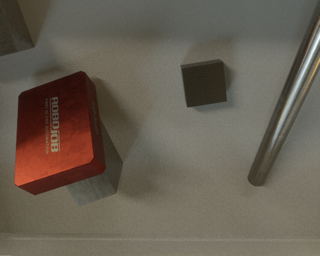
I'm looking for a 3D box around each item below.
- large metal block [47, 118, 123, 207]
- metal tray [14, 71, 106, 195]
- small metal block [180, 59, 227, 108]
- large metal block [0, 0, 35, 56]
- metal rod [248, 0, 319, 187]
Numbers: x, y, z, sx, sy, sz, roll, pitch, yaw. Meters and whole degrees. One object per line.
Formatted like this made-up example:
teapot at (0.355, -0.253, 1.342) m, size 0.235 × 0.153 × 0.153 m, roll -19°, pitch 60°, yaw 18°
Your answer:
large metal block at (-0.091, 0.038, 0.395) m, size 0.050 × 0.080 × 0.080 m, roll -21°, pitch 109°, yaw 7°
metal tray at (-0.117, 0.002, 0.359) m, size 0.090 × 0.130 × 0.030 m, roll -18°, pitch 147°, yaw 6°
small metal block at (0.055, -0.057, 0.391) m, size 0.050 × 0.025 × 0.050 m, roll -9°, pitch 110°, yaw 3°
large metal block at (-0.204, -0.119, 0.351) m, size 0.080 × 0.050 × 0.079 m, roll -12°, pitch 110°, yaw 4°
metal rod at (0.142, -0.031, 0.336) m, size 0.025 × 0.025 × 0.298 m, roll 1°, pitch 136°, yaw -1°
